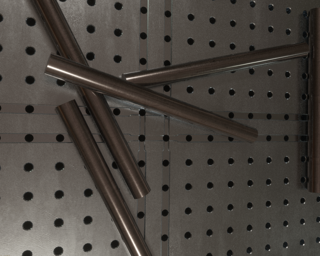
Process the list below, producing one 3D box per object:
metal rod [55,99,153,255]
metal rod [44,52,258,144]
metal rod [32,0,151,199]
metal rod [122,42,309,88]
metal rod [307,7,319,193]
[{"bbox_3d":[-0.052,0.105,0.394,0.025,0.025,0.299,-27,99,-18],"label":"metal rod"},{"bbox_3d":[0.008,-0.029,0.400,0.302,0.025,0.025,17,84,-26],"label":"metal rod"},{"bbox_3d":[-0.087,-0.047,0.381,0.025,0.025,0.299,-28,100,-18],"label":"metal rod"},{"bbox_3d":[0.093,-0.092,0.448,0.302,0.025,0.025,-14,95,-20],"label":"metal rod"},{"bbox_3d":[0.257,-0.045,0.509,0.025,0.025,0.298,1,90,-20],"label":"metal rod"}]
